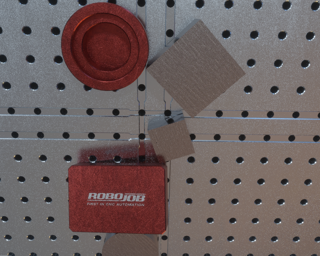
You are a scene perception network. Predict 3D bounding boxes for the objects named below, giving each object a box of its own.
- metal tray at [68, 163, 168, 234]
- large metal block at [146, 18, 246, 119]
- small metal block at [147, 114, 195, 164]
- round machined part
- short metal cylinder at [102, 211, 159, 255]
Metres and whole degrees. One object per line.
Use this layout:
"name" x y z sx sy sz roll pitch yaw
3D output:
"metal tray" -0.056 0.094 0.421 0.131 0.030 0.089 -1 91 7
"large metal block" 0.041 -0.073 0.374 0.080 0.050 0.080 -41 106 13
"small metal block" 0.015 0.014 0.419 0.050 0.025 0.050 -17 109 5
"round machined part" -0.062 -0.097 0.368 0.099 0.042 0.097 0 110 -1
"short metal cylinder" -0.042 0.171 0.462 0.081 0.050 0.079 0 110 -1
